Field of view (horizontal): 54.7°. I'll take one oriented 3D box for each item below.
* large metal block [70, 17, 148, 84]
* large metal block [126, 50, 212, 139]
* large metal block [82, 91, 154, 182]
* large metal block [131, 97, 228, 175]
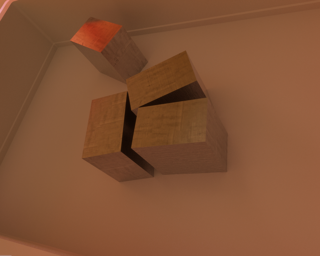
[{"bbox_3d":[-0.078,-0.120,0.486,0.080,0.080,0.050,28,78,37],"label":"large metal block"},{"bbox_3d":[0.016,-0.036,0.384,0.080,0.080,0.050,-24,53,14],"label":"large metal block"},{"bbox_3d":[-0.046,0.014,0.386,0.050,0.080,0.080,-12,57,22],"label":"large metal block"},{"bbox_3d":[0.026,0.014,0.348,0.080,0.080,0.050,-7,59,25],"label":"large metal block"}]
